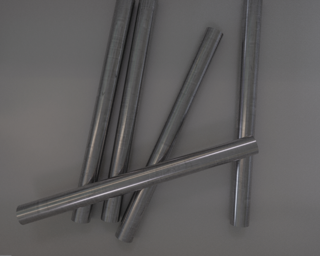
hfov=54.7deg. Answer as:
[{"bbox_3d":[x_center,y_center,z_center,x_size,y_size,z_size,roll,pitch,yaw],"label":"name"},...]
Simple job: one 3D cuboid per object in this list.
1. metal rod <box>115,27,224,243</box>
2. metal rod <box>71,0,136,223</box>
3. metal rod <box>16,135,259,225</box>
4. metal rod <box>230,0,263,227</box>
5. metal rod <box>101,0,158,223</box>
[{"bbox_3d":[0.012,0.009,0.411,0.025,0.025,0.299,24,90,0],"label":"metal rod"},{"bbox_3d":[-0.075,-0.024,0.410,0.025,0.025,0.298,12,90,0],"label":"metal rod"},{"bbox_3d":[-0.027,0.064,0.384,0.302,0.025,0.025,-17,90,0],"label":"metal rod"},{"bbox_3d":[0.115,-0.021,0.412,0.025,0.025,0.298,3,90,0],"label":"metal rod"},{"bbox_3d":[-0.040,-0.026,0.410,0.025,0.025,0.298,10,90,0],"label":"metal rod"}]
